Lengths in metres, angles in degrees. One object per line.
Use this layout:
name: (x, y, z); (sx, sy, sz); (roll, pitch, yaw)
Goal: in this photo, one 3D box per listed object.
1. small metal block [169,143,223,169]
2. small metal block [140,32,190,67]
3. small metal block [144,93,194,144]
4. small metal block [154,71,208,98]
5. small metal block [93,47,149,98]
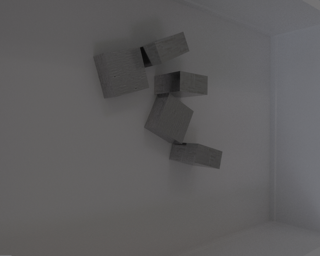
small metal block: (0.050, 0.038, 0.432); (0.050, 0.050, 0.025); (19, 78, -39)
small metal block: (-0.001, -0.097, 0.389); (0.050, 0.050, 0.025); (-32, 110, -35)
small metal block: (0.013, -0.012, 0.417); (0.050, 0.025, 0.050); (33, 70, -35)
small metal block: (0.028, -0.057, 0.413); (0.050, 0.050, 0.025); (2, 89, -40)
small metal block: (-0.045, -0.066, 0.368); (0.050, 0.025, 0.050); (-21, 104, -38)
